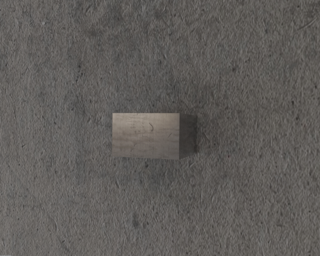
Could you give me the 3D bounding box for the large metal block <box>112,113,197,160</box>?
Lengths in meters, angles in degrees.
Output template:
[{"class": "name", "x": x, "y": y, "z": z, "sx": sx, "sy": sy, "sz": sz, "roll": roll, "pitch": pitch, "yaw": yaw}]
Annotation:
[{"class": "large metal block", "x": -0.003, "y": 0.008, "z": 0.381, "sx": 0.080, "sy": 0.080, "sz": 0.050, "roll": 1, "pitch": 91, "yaw": 20}]
